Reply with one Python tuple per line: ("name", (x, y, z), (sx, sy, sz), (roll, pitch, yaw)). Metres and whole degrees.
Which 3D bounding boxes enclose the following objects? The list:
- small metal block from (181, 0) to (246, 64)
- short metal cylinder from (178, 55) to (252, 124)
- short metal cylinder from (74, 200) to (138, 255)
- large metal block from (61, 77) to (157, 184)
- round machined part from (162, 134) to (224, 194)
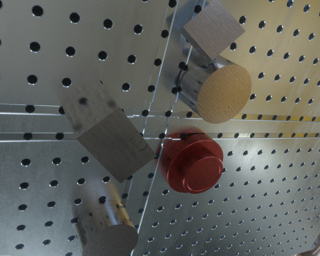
("small metal block", (0.061, -0.112, 0.361), (0.050, 0.025, 0.050), (-42, 92, 0))
("short metal cylinder", (0.070, -0.052, 0.403), (0.081, 0.050, 0.079), (-14, 125, -21))
("short metal cylinder", (-0.078, 0.152, 0.448), (0.081, 0.050, 0.079), (-14, 124, -21))
("large metal block", (-0.058, 0.001, 0.346), (0.050, 0.080, 0.080), (-37, 130, -4))
("round machined part", (0.056, 0.061, 0.471), (0.099, 0.042, 0.097), (-14, 125, -21))
